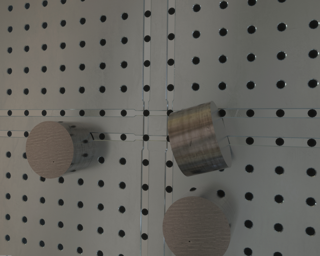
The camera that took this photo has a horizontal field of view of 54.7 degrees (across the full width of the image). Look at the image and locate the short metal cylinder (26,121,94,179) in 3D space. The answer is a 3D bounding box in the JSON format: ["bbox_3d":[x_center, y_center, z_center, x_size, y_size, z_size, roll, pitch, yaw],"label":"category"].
[{"bbox_3d":[-0.145,0.030,0.450,0.080,0.050,0.079,0,90,20],"label":"short metal cylinder"}]

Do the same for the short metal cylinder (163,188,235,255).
[{"bbox_3d":[0.049,0.119,0.382,0.080,0.050,0.079,0,90,20],"label":"short metal cylinder"}]

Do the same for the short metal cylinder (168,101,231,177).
[{"bbox_3d":[0.048,0.013,0.366,0.050,0.080,0.080,-16,85,19],"label":"short metal cylinder"}]
